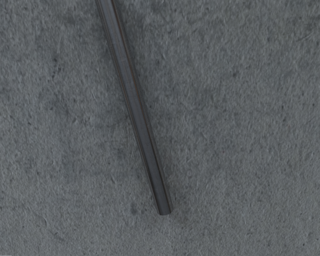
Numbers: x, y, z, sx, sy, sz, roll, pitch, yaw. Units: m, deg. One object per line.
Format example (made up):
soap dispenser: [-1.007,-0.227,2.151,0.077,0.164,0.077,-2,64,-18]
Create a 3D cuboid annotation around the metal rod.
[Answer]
metal rod: [-0.027,-0.015,0.403,0.025,0.025,0.298,-13,110,4]
